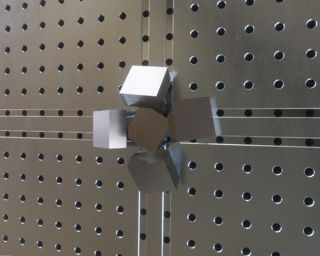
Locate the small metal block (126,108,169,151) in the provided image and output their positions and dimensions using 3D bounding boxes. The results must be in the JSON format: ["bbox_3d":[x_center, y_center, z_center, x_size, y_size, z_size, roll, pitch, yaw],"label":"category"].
[{"bbox_3d":[-0.012,0.001,0.415,0.050,0.025,0.050,33,100,16],"label":"small metal block"}]

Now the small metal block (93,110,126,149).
[{"bbox_3d":[-0.069,0.001,0.423,0.050,0.025,0.050,0,90,54],"label":"small metal block"}]

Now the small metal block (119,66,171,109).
[{"bbox_3d":[-0.018,-0.054,0.405,0.050,0.025,0.050,7,56,20],"label":"small metal block"}]

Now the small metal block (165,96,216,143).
[{"bbox_3d":[0.038,-0.010,0.386,0.050,0.025,0.050,-8,86,-16],"label":"small metal block"}]

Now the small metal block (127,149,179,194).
[{"bbox_3d":[-0.008,0.057,0.401,0.050,0.025,0.050,-10,123,19],"label":"small metal block"}]
